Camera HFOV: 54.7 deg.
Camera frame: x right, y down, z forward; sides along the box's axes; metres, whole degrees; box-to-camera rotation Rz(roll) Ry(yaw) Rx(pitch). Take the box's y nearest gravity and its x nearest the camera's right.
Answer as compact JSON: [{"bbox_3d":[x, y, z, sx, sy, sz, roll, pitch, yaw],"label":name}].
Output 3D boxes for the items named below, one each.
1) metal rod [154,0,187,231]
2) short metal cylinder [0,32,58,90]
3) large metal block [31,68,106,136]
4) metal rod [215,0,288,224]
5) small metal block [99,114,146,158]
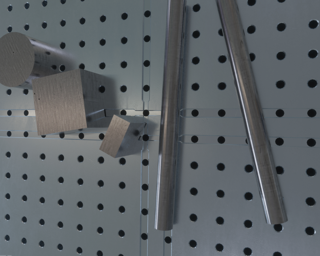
[{"bbox_3d":[0.014,-0.017,0.407,0.025,0.025,0.298,4,91,20],"label":"metal rod"},{"bbox_3d":[-0.205,-0.099,0.472,0.080,0.050,0.079,0,90,20],"label":"short metal cylinder"},{"bbox_3d":[-0.130,-0.034,0.445,0.080,0.050,0.080,-8,87,19],"label":"large metal block"},{"bbox_3d":[0.107,-0.036,0.374,0.025,0.025,0.298,-13,86,19],"label":"metal rod"},{"bbox_3d":[-0.049,0.010,0.417,0.025,0.050,0.050,27,99,18],"label":"small metal block"}]
